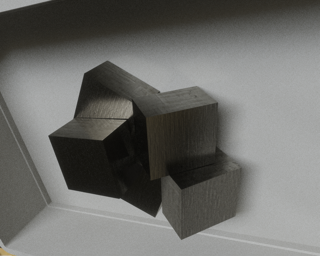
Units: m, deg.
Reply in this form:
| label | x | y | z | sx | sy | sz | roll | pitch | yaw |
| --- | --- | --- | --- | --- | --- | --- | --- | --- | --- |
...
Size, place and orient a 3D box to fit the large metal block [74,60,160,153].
| label | x | y | z | sx | sy | sz | roll | pitch | yaw |
| --- | --- | --- | --- | --- | --- | --- | --- | --- | --- |
| large metal block | -0.059 | -0.027 | 0.404 | 0.080 | 0.050 | 0.079 | 31 | 128 | 7 |

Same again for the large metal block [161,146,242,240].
| label | x | y | z | sx | sy | sz | roll | pitch | yaw |
| --- | --- | --- | --- | --- | --- | --- | --- | --- | --- |
| large metal block | 0.049 | 0.079 | 0.384 | 0.050 | 0.081 | 0.079 | 45 | 144 | 51 |

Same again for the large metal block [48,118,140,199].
| label | x | y | z | sx | sy | sz | roll | pitch | yaw |
| --- | --- | --- | --- | --- | --- | --- | --- | --- | --- |
| large metal block | -0.079 | 0.035 | 0.386 | 0.080 | 0.050 | 0.079 | 3 | 119 | 27 |

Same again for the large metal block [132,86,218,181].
| label | x | y | z | sx | sy | sz | roll | pitch | yaw |
| --- | --- | --- | --- | --- | --- | --- | --- | --- | --- |
| large metal block | 0.017 | 0.004 | 0.356 | 0.081 | 0.050 | 0.079 | -13 | 122 | -17 |

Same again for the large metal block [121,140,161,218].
| label | x | y | z | sx | sy | sz | roll | pitch | yaw |
| --- | --- | --- | --- | --- | --- | --- | --- | --- | --- |
| large metal block | -0.022 | 0.067 | 0.438 | 0.080 | 0.050 | 0.079 | 26 | 128 | 11 |
